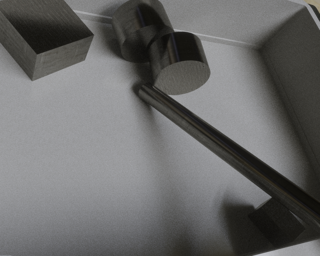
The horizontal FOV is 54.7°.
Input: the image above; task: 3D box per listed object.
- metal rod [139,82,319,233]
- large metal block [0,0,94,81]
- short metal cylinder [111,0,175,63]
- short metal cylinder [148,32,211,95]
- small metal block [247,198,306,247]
[{"bbox_3d":[0.080,0.027,0.353,0.025,0.025,0.300,-24,49,-37],"label":"metal rod"},{"bbox_3d":[-0.144,-0.116,0.384,0.080,0.050,0.081,49,51,6],"label":"large metal block"},{"bbox_3d":[-0.024,-0.138,0.444,0.081,0.080,0.050,-7,65,-32],"label":"short metal cylinder"},{"bbox_3d":[0.026,-0.090,0.441,0.081,0.080,0.050,3,61,-27],"label":"short metal cylinder"},{"bbox_3d":[0.144,0.118,0.389,0.025,0.050,0.050,-33,70,-20],"label":"small metal block"}]
